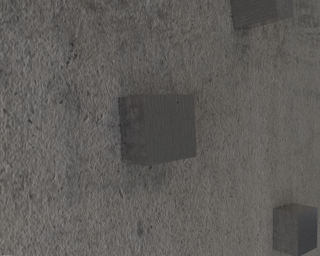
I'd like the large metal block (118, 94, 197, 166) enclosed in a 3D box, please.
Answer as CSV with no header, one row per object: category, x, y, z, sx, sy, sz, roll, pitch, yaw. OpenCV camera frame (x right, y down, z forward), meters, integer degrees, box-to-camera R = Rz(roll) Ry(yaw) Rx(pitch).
large metal block,-0.002,0.000,0.386,0.081,0.050,0.079,-5,94,-40

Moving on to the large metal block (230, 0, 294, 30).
large metal block,0.163,-0.211,0.505,0.050,0.080,0.079,-17,101,-39

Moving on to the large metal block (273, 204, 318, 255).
large metal block,0.268,0.198,0.614,0.081,0.050,0.080,2,89,-40
